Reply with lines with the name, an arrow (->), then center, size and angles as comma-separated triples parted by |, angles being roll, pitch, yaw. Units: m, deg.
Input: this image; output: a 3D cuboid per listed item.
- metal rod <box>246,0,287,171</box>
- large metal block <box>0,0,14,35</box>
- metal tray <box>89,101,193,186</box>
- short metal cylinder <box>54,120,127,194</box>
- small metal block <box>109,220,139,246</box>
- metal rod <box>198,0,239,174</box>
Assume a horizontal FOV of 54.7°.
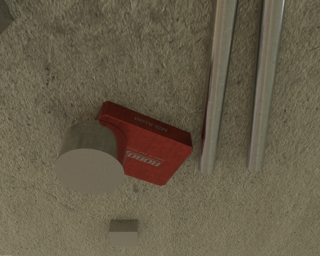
metal rod -> 0.121, -0.058, 0.359 | 0.025, 0.025, 0.298 | -6, 130, 4
large metal block -> -0.184, -0.114, 0.271 | 0.050, 0.080, 0.080 | -7, 130, 5
metal tray -> -0.032, 0.026, 0.426 | 0.131, 0.030, 0.089 | 21, 127, -18
short metal cylinder -> -0.082, 0.036, 0.381 | 0.081, 0.050, 0.079 | 0, 130, 0
small metal block -> -0.065, 0.194, 0.572 | 0.050, 0.025, 0.050 | 0, 130, -1
metal rod -> 0.066, -0.054, 0.361 | 0.025, 0.025, 0.298 | -1, 130, 0
